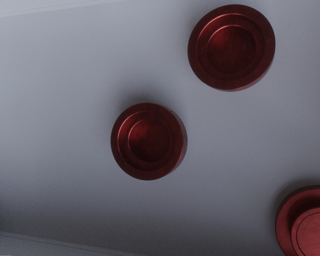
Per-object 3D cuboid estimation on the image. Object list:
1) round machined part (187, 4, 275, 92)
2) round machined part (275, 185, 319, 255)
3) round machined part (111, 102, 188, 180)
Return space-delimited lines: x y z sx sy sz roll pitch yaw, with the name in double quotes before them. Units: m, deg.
"round machined part" 0.086 -0.092 0.371 0.098 0.042 0.097 0 90 20
"round machined part" 0.178 0.115 0.338 0.098 0.042 0.097 0 90 20
"round machined part" -0.011 0.017 0.405 0.098 0.042 0.097 0 90 20
